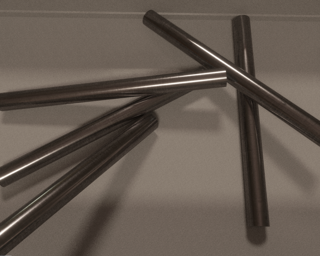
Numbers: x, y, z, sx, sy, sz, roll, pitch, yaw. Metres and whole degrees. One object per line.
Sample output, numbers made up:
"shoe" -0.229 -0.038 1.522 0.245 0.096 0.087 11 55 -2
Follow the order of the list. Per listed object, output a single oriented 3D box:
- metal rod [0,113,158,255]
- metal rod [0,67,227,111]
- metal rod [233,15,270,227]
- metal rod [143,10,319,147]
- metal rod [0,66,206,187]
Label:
"metal rod" -0.098 0.064 0.314 0.025 0.025 0.302 38 47 12
"metal rod" -0.066 -0.050 0.408 0.302 0.025 0.025 -6 70 5
"metal rod" 0.121 -0.023 0.419 0.025 0.025 0.299 1 70 0
"metal rod" 0.089 -0.078 0.417 0.300 0.025 0.025 40 75 21
"metal rod" -0.068 -0.007 0.411 0.302 0.025 0.025 -28 73 -10
